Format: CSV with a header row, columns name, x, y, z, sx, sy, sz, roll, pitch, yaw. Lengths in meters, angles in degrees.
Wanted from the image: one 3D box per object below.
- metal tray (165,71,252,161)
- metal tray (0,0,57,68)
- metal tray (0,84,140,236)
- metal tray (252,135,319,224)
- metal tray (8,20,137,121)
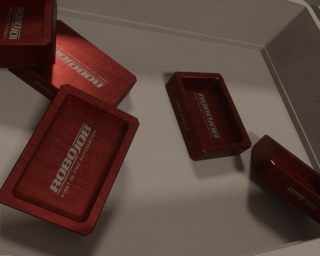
name,x,y,z,sx,sy,sz,roll,pitch,yaw
metal tray,0.070,-0.021,0.454,0.091,0.030,0.130,-4,64,-30
metal tray,-0.168,-0.122,0.354,0.091,0.030,0.130,-4,50,-13
metal tray,-0.087,0.031,0.316,0.090,0.030,0.130,27,67,-12
metal tray,0.194,0.074,0.442,0.130,0.030,0.090,36,26,-4
metal tray,-0.106,-0.068,0.388,0.130,0.030,0.090,36,51,-4
